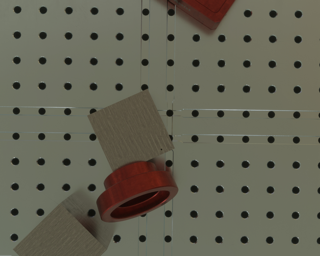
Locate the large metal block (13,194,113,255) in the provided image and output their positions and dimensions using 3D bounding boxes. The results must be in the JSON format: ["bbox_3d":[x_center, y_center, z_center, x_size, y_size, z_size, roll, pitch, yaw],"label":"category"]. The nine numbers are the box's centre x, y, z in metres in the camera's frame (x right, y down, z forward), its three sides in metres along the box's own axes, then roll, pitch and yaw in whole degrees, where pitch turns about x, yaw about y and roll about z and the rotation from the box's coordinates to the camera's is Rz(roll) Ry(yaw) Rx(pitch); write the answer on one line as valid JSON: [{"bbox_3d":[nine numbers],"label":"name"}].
[{"bbox_3d":[-0.121,0.147,0.400,0.080,0.050,0.080,-45,90,0],"label":"large metal block"}]

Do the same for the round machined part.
[{"bbox_3d":[-0.030,0.076,0.382,0.098,0.098,0.042,-24,63,0],"label":"round machined part"}]

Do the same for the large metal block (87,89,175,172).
[{"bbox_3d":[-0.035,0.005,0.400,0.080,0.050,0.080,-24,90,0],"label":"large metal block"}]

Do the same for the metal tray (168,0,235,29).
[{"bbox_3d":[0.046,-0.206,0.410,0.130,0.030,0.090,34,90,0],"label":"metal tray"}]
